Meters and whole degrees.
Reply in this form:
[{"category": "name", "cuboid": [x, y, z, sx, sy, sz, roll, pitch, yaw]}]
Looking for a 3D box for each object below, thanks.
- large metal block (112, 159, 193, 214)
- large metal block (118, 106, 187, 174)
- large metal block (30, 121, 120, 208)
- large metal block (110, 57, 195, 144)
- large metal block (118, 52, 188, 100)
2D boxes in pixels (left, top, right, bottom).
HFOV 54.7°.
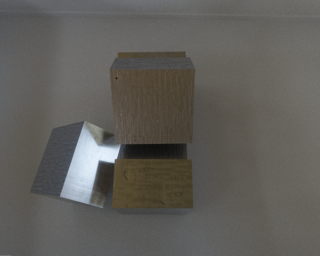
[{"category": "large metal block", "cuboid": [-0.007, 0.069, 0.352, 0.081, 0.080, 0.050, 0, 70, 0]}, {"category": "large metal block", "cuboid": [-0.009, 0.013, 0.392, 0.081, 0.050, 0.080, -1, 70, -1]}, {"category": "large metal block", "cuboid": [-0.096, 0.042, 0.353, 0.050, 0.080, 0.080, 28, 66, -36]}, {"category": "large metal block", "cuboid": [-0.007, -0.030, 0.330, 0.081, 0.079, 0.050, -1, 25, -1]}, {"category": "large metal block", "cuboid": [-0.009, -0.054, 0.397, 0.081, 0.080, 0.050, -1, 70, -1]}]
